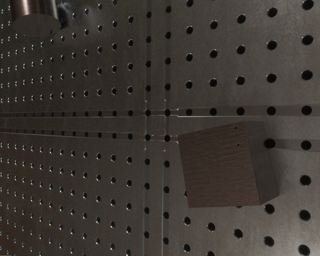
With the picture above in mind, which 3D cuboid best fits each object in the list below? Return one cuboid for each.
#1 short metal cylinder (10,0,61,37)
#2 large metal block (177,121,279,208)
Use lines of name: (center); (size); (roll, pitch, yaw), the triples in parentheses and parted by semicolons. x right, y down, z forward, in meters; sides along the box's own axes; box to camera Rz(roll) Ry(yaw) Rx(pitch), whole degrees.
short metal cylinder: (-0.222, -0.205, 0.553); (0.080, 0.081, 0.050); (-18, 79, 38)
large metal block: (0.072, 0.039, 0.333); (0.080, 0.050, 0.080); (-14, 81, 39)
